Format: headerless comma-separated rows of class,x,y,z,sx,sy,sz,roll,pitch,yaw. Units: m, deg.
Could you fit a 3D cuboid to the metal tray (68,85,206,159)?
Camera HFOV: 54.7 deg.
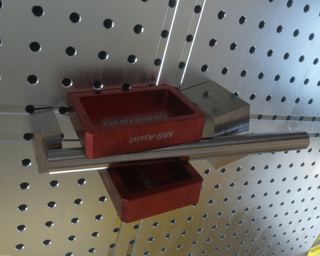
metal tray,-0.027,-0.013,0.347,0.131,0.090,0.030,-9,123,-24

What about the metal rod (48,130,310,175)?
metal rod,0.035,0.024,0.349,0.302,0.025,0.025,-4,121,-16

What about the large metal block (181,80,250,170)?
large metal block,0.072,-0.006,0.412,0.050,0.080,0.079,-21,127,-17

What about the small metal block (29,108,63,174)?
small metal block,-0.124,0.013,0.336,0.025,0.050,0.050,-8,122,-25

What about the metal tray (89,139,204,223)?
metal tray,-0.022,0.043,0.360,0.091,0.130,0.030,-9,123,-24
